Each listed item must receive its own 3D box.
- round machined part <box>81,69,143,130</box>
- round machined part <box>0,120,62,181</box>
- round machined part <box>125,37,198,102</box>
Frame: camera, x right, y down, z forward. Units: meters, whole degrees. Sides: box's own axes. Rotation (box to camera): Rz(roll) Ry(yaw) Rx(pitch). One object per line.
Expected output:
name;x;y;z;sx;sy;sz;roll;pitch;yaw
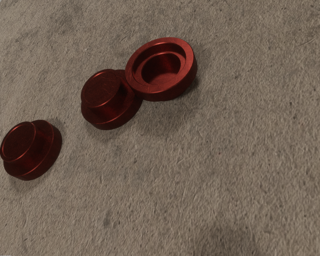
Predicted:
round machined part;-0.078;-0.049;0.462;0.098;0.042;0.098;-13;56;20
round machined part;-0.206;0.029;0.481;0.098;0.042;0.098;-13;56;20
round machined part;0.005;-0.076;0.432;0.098;0.042;0.098;-10;57;15
